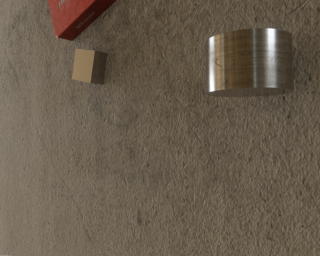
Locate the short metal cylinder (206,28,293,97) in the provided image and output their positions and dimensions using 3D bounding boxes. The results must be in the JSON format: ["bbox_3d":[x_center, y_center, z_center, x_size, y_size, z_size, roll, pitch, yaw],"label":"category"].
[{"bbox_3d":[0.085,-0.059,0.299,0.080,0.081,0.050,-1,90,40],"label":"short metal cylinder"}]

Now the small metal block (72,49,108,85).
[{"bbox_3d":[-0.114,-0.099,0.499,0.050,0.025,0.050,16,100,39],"label":"small metal block"}]

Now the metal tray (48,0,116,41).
[{"bbox_3d":[-0.133,-0.217,0.512,0.130,0.030,0.090,-25,74,37],"label":"metal tray"}]
